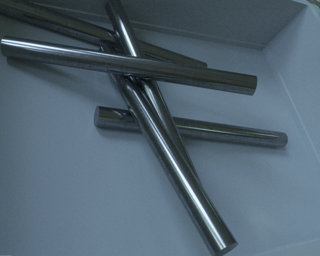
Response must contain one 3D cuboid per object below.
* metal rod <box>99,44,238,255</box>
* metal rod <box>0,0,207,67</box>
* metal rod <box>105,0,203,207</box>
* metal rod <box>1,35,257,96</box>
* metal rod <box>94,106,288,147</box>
[{"bbox_3d":[-0.010,-0.001,0.346,0.025,0.025,0.300,-7,48,-31],"label":"metal rod"},{"bbox_3d":[-0.068,-0.126,0.445,0.302,0.025,0.025,14,56,-21],"label":"metal rod"},{"bbox_3d":[-0.012,-0.044,0.392,0.025,0.025,0.299,-10,67,-32],"label":"metal rod"},{"bbox_3d":[-0.034,-0.075,0.374,0.302,0.025,0.025,9,56,-2],"label":"metal rod"},{"bbox_3d":[0.060,0.002,0.436,0.302,0.025,0.025,7,59,-25],"label":"metal rod"}]
